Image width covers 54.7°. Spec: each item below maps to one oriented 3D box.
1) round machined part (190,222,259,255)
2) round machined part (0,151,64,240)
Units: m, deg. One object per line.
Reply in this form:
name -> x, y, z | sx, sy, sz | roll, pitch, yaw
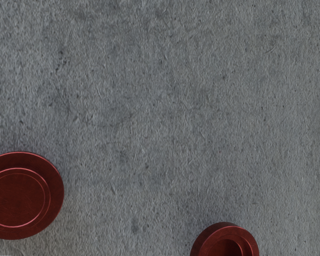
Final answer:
round machined part -> 0.085, 0.179, 0.431 | 0.099, 0.042, 0.097 | 0, 90, -20
round machined part -> -0.157, 0.075, 0.342 | 0.099, 0.042, 0.097 | 0, 90, -20
